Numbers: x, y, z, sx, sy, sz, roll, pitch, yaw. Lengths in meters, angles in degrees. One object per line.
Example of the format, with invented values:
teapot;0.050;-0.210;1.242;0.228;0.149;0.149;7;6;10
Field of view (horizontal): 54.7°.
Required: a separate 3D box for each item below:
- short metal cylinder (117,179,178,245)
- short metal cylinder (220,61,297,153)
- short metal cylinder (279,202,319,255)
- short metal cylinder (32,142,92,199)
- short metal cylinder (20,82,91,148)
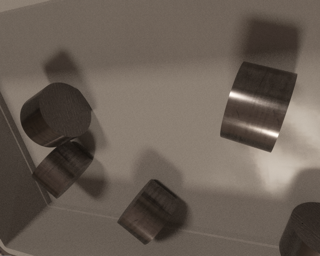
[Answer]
short metal cylinder;-0.018;0.122;0.457;0.050;0.080;0.080;39;129;1
short metal cylinder;0.097;-0.021;0.308;0.050;0.080;0.079;18;126;17
short metal cylinder;0.186;0.133;0.357;0.080;0.080;0.050;17;125;18
short metal cylinder;-0.154;0.065;0.492;0.050;0.080;0.080;41;129;-1
short metal cylinder;-0.146;-0.018;0.437;0.050;0.080;0.080;-23;106;36
